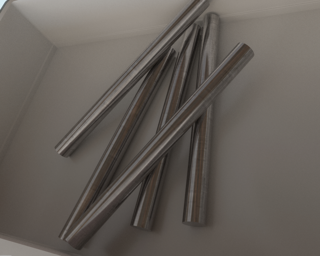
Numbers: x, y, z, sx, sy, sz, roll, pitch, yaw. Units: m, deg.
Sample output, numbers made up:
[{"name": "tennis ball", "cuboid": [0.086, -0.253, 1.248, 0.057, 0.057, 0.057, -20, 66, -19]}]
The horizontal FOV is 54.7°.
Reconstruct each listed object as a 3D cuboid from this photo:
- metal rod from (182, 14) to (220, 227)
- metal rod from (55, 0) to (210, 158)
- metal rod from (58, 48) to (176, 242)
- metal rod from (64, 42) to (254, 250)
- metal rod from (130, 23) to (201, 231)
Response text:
[{"name": "metal rod", "cuboid": [0.056, -0.030, 0.394, 0.025, 0.025, 0.300, -5, 59, 25]}, {"name": "metal rod", "cuboid": [-0.043, -0.072, 0.446, 0.300, 0.025, 0.025, -46, 51, 6]}, {"name": "metal rod", "cuboid": [-0.050, 0.010, 0.425, 0.025, 0.025, 0.300, 14, 69, 34]}, {"name": "metal rod", "cuboid": [0.004, 0.016, 0.360, 0.300, 0.025, 0.025, -48, 51, -6]}, {"name": "metal rod", "cuboid": [0.015, -0.019, 0.409, 0.025, 0.025, 0.300, 1, 62, 29]}]
